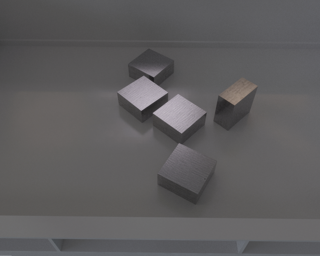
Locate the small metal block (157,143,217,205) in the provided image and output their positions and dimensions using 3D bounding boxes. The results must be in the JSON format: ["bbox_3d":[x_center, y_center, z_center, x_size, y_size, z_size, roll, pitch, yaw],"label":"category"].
[{"bbox_3d":[0.032,0.052,0.361,0.050,0.025,0.050,25,54,19],"label":"small metal block"}]

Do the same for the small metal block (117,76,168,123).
[{"bbox_3d":[-0.024,-0.042,0.440,0.050,0.025,0.050,-37,59,-27],"label":"small metal block"}]

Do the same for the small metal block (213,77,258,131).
[{"bbox_3d":[0.101,-0.032,0.416,0.050,0.050,0.025,-37,59,-27],"label":"small metal block"}]

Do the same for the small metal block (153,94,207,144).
[{"bbox_3d":[0.026,-0.012,0.415,0.050,0.025,0.050,36,59,26],"label":"small metal block"}]

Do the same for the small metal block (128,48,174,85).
[{"bbox_3d":[-0.013,-0.093,0.483,0.050,0.025,0.050,31,56,23],"label":"small metal block"}]
